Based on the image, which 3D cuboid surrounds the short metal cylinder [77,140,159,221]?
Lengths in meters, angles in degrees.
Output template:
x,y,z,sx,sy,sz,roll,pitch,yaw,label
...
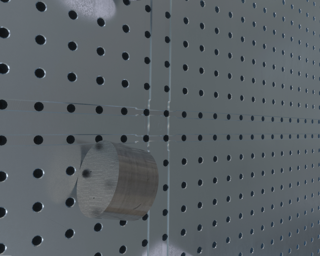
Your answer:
x,y,z,sx,sy,sz,roll,pitch,yaw,label
-0.047,0.058,0.334,0.050,0.080,0.080,19,78,-39,short metal cylinder
